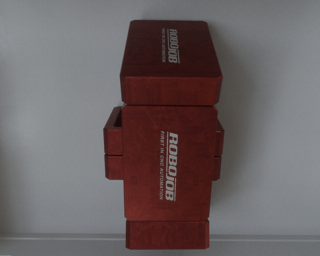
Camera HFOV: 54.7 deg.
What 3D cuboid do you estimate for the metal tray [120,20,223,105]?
[{"bbox_3d":[0.010,-0.074,0.326,0.091,0.130,0.030,1,130,-1],"label":"metal tray"}]

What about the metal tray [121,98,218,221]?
[{"bbox_3d":[0.008,0.034,0.323,0.091,0.030,0.129,0,110,-1],"label":"metal tray"}]

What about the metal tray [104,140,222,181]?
[{"bbox_3d":[0.003,0.030,0.387,0.131,0.090,0.030,1,110,-1],"label":"metal tray"}]

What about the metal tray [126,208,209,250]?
[{"bbox_3d":[0.008,0.117,0.395,0.091,0.130,0.030,0,89,-1],"label":"metal tray"}]

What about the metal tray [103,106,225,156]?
[{"bbox_3d":[0.004,0.001,0.376,0.131,0.090,0.030,1,110,-1],"label":"metal tray"}]
